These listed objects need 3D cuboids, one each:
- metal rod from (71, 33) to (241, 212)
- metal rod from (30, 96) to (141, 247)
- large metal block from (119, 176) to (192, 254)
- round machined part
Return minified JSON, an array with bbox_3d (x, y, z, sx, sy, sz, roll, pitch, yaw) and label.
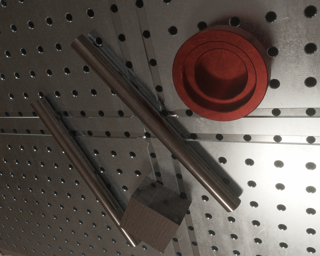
[{"bbox_3d":[-0.002,-0.003,0.408,0.300,0.025,0.025,47,129,-5],"label":"metal rod"},{"bbox_3d":[-0.117,0.081,0.520,0.025,0.025,0.299,-20,108,35],"label":"metal rod"},{"bbox_3d":[-0.009,0.135,0.481,0.080,0.050,0.079,29,128,9],"label":"large metal block"},{"bbox_3d":[0.066,-0.059,0.328,0.098,0.042,0.097,13,124,20],"label":"round machined part"}]
